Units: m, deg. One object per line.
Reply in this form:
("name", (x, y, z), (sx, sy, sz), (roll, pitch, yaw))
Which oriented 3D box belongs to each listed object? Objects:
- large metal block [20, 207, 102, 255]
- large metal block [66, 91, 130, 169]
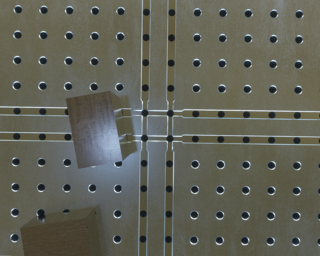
("large metal block", (-0.124, 0.154, 0.400), (0.080, 0.050, 0.080), (-9, 90, 0))
("large metal block", (-0.073, 0.002, 0.385), (0.050, 0.080, 0.080), (-10, 90, 0))
